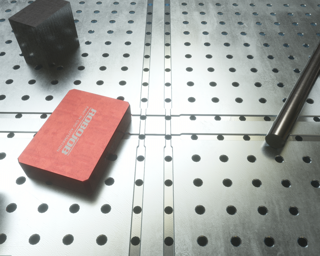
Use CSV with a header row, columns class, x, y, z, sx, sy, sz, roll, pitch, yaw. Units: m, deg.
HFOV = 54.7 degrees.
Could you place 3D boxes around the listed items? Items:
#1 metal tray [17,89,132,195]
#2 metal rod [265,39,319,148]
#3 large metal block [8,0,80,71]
class,x,y,z,sx,sy,sz,roll,pitch,yaw
metal tray,-0.101,0.011,0.394,0.090,0.030,0.130,15,51,11
metal rod,0.229,-0.079,0.476,0.025,0.025,0.301,27,55,20
large metal block,-0.181,-0.153,0.498,0.050,0.080,0.080,21,53,16
